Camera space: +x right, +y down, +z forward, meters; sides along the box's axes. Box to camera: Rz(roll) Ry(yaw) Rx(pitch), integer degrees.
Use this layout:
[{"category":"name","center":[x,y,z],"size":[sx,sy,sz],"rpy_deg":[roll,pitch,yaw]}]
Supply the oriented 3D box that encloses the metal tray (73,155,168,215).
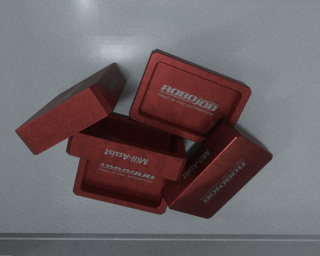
[{"category":"metal tray","center":[-0.045,0.062,0.428],"size":[0.131,0.030,0.089],"rpy_deg":[15,109,-6]}]

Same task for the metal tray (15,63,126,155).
[{"category":"metal tray","center":[-0.089,-0.028,0.341],"size":[0.090,0.130,0.030],"rpy_deg":[-28,108,10]}]

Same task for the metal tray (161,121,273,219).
[{"category":"metal tray","center":[0.075,0.061,0.409],"size":[0.090,0.030,0.130],"rpy_deg":[27,110,-40]}]

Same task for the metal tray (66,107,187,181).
[{"category":"metal tray","center":[-0.037,0.016,0.379],"size":[0.131,0.090,0.030],"rpy_deg":[15,109,-6]}]

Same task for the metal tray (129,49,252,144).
[{"category":"metal tray","center":[0.036,-0.035,0.395],"size":[0.131,0.030,0.089],"rpy_deg":[20,109,-8]}]
